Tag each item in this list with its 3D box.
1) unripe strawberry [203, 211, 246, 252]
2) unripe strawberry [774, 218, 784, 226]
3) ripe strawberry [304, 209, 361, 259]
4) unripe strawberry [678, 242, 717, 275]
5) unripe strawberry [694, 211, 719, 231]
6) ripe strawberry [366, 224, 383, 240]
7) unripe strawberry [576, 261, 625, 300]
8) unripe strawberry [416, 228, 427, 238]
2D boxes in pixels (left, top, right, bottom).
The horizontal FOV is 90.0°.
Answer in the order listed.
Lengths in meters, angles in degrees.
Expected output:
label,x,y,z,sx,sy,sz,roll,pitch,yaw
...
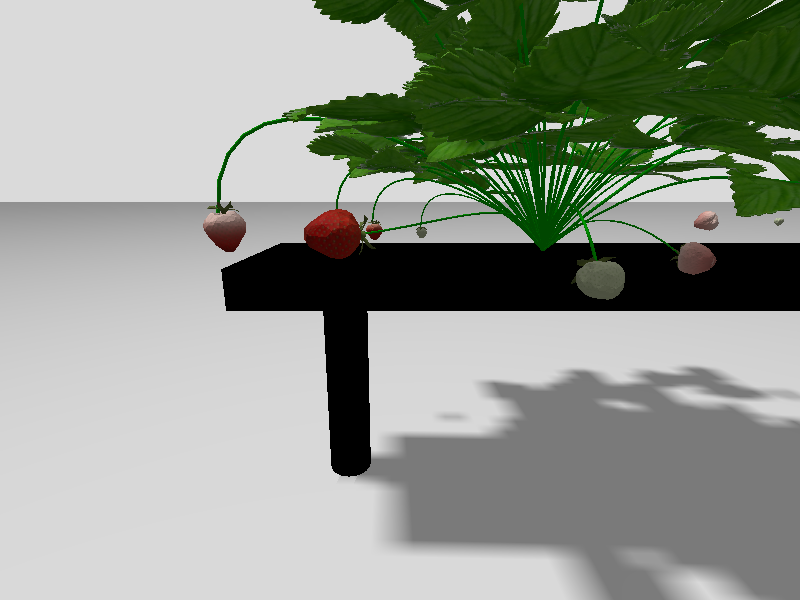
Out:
label,x,y,z,sx,sy,sz,roll,pitch,yaw
unripe strawberry,-0.135,-0.053,0.311,0.030,0.031,0.029,-2,15,-8
unripe strawberry,0.494,-0.102,0.522,0.011,0.010,0.010,-7,17,-23
ripe strawberry,-0.051,-0.050,0.302,0.042,0.036,0.042,-4,16,-14
unripe strawberry,0.182,-0.025,0.246,0.017,0.020,0.019,-8,23,-27
unripe strawberry,0.392,-0.101,0.514,0.028,0.025,0.026,-16,1,-45
ripe strawberry,-0.026,-0.069,0.408,0.016,0.016,0.018,6,16,21
unripe strawberry,0.094,-0.008,0.187,0.021,0.019,0.019,3,43,10
unripe strawberry,0.023,-0.072,0.433,0.011,0.011,0.011,13,20,39
